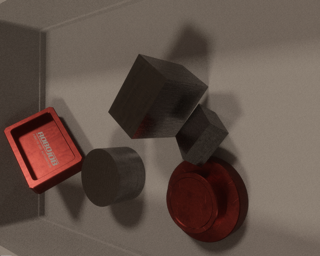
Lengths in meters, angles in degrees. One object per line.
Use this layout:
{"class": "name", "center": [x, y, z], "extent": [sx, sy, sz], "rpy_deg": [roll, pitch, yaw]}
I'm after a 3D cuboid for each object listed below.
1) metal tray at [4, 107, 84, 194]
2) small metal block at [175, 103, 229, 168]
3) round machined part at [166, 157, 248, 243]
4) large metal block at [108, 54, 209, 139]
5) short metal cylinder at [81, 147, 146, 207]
{"class": "metal tray", "center": [-0.194, 0.034, 0.523], "extent": [0.130, 0.091, 0.030], "rpy_deg": [52, 162, 27]}
{"class": "small metal block", "center": [0.045, 0.008, 0.349], "extent": [0.050, 0.025, 0.050], "rpy_deg": [-55, 21, 20]}
{"class": "round machined part", "center": [0.046, 0.082, 0.356], "extent": [0.098, 0.042, 0.097], "rpy_deg": [0, 90, 39]}
{"class": "large metal block", "center": [-0.001, -0.034, 0.370], "extent": [0.050, 0.081, 0.080], "rpy_deg": [46, 117, 30]}
{"class": "short metal cylinder", "center": [-0.067, 0.068, 0.444], "extent": [0.080, 0.050, 0.079], "rpy_deg": [0, 90, 39]}
